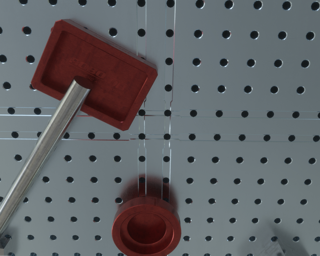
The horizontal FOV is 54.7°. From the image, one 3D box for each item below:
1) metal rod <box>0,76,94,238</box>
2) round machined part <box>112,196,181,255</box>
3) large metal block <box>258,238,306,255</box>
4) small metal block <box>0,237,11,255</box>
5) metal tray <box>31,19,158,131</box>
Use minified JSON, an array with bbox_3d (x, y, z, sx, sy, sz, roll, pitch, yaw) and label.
[{"bbox_3d":[-0.172,0.056,0.412,0.025,0.025,0.299,33,113,-12],"label":"metal rod"},{"bbox_3d":[-0.019,0.142,0.457,0.099,0.042,0.097,0,110,-1],"label":"round machined part"},{"bbox_3d":[0.196,0.236,0.490,0.080,0.050,0.080,33,107,-12],"label":"large metal block"},{"bbox_3d":[-0.263,0.196,0.482,0.050,0.025,0.050,9,110,-4],"label":"small metal block"},{"bbox_3d":[-0.079,-0.064,0.385,0.131,0.030,0.089,26,108,-10],"label":"metal tray"}]
